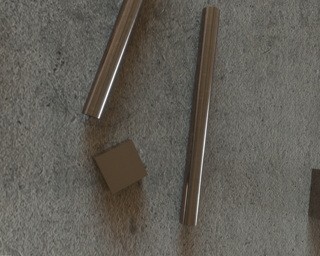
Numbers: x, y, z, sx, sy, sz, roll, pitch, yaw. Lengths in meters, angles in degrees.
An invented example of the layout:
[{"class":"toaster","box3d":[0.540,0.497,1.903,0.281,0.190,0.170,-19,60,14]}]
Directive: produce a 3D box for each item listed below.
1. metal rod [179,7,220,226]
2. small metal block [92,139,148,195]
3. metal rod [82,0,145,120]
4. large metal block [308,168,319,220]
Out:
[{"class":"metal rod","box3d":[0.055,-0.018,0.430,0.025,0.025,0.298,7,88,-20]},{"class":"small metal block","box3d":[-0.051,0.048,0.391,0.050,0.025,0.050,-27,99,-18]},{"class":"metal rod","box3d":[-0.036,-0.155,0.396,0.025,0.025,0.299,21,83,-19]},{"class":"large metal block","box3d":[0.298,0.112,0.508,0.081,0.050,0.080,7,88,-20]}]
